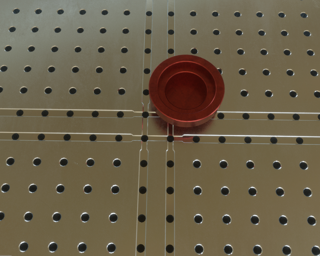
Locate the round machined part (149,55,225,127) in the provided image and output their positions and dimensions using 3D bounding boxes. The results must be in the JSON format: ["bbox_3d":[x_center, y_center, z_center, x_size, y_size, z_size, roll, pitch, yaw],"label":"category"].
[{"bbox_3d":[0.035,-0.046,0.420,0.099,0.042,0.098,0,70,0],"label":"round machined part"}]
